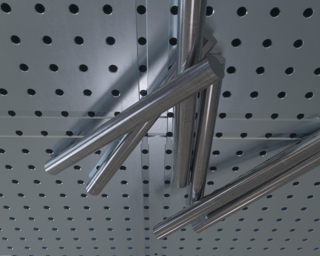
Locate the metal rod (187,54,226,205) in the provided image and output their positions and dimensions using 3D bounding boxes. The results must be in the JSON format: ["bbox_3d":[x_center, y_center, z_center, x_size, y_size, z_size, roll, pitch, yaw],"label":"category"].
[{"bbox_3d":[0.059,0.037,0.443,0.025,0.025,0.298,0,130,0],"label":"metal rod"}]

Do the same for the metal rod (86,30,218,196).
[{"bbox_3d":[-0.027,-0.001,0.410,0.025,0.025,0.298,25,126,-20],"label":"metal rod"}]

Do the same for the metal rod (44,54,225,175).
[{"bbox_3d":[-0.054,0.001,0.372,0.299,0.025,0.025,-28,126,37],"label":"metal rod"}]

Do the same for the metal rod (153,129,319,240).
[{"bbox_3d":[0.113,0.090,0.465,0.300,0.025,0.025,-35,122,17],"label":"metal rod"}]

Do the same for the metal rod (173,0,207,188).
[{"bbox_3d":[0.030,-0.017,0.371,0.025,0.025,0.299,-1,138,1],"label":"metal rod"}]

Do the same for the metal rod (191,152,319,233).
[{"bbox_3d":[0.165,0.094,0.492,0.025,0.025,0.299,34,122,-26],"label":"metal rod"}]
